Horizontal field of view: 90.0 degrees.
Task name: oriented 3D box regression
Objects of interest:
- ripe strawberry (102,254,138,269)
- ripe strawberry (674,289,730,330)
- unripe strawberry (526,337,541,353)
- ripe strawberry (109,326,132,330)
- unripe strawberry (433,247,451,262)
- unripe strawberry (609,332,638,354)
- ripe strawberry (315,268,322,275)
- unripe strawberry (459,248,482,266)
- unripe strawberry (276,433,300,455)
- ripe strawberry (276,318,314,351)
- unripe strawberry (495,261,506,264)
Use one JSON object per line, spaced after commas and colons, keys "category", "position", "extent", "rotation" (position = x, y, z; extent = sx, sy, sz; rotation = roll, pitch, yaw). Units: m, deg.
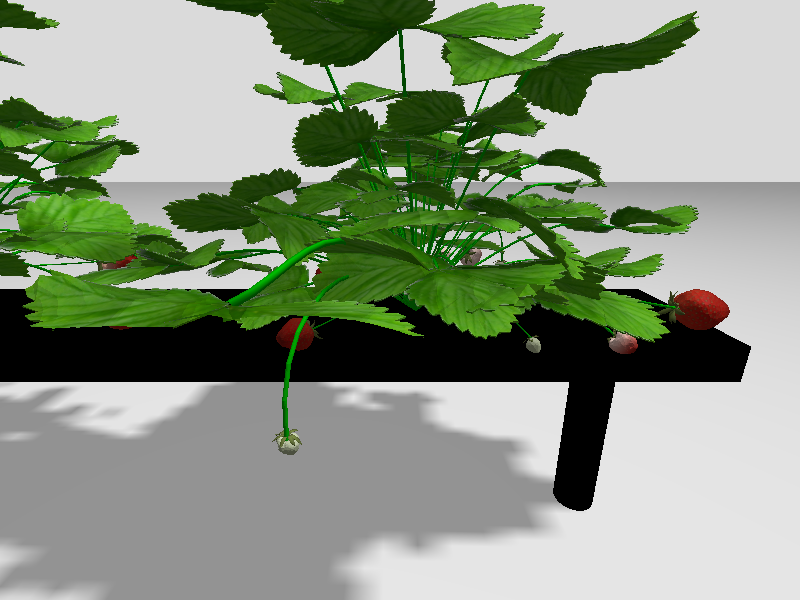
{"category": "ripe strawberry", "position": [-0.345, -0.053, 0.492], "extent": [0.038, 0.043, 0.041], "rotation": [12, 21, 32]}
{"category": "ripe strawberry", "position": [0.243, 0.007, 0.324], "extent": [0.038, 0.033, 0.038], "rotation": [4, 19, 10]}
{"category": "unripe strawberry", "position": [0.096, 0.033, 0.287], "extent": [0.011, 0.011, 0.010], "rotation": [-16, -13, -40]}
{"category": "ripe strawberry", "position": [-0.223, 0.008, 0.327], "extent": [0.035, 0.034, 0.032], "rotation": [6, 19, 9]}
{"category": "unripe strawberry", "position": [0.057, -0.062, 0.550], "extent": [0.025, 0.021, 0.025], "rotation": [4, 3, 12]}
{"category": "unripe strawberry", "position": [0.157, 0.030, 0.281], "extent": [0.017, 0.018, 0.016], "rotation": [39, 33, 18]}
{"category": "ripe strawberry", "position": [-0.068, -0.023, 0.410], "extent": [0.043, 0.043, 0.040], "rotation": [10, 21, 28]}
{"category": "unripe strawberry", "position": [0.095, -0.060, 0.536], "extent": [0.030, 0.032, 0.033], "rotation": [8, 5, 23]}
{"category": "unripe strawberry", "position": [-0.050, 0.065, 0.180], "extent": [0.011, 0.010, 0.010], "rotation": [6, 19, 17]}
{"category": "ripe strawberry", "position": [-0.076, 0.025, 0.288], "extent": [0.026, 0.022, 0.026], "rotation": [-17, 25, -40]}
{"category": "unripe strawberry", "position": [0.127, -0.041, 0.504], "extent": [0.015, 0.015, 0.013], "rotation": [14, 23, 36]}
